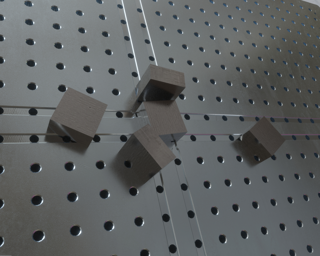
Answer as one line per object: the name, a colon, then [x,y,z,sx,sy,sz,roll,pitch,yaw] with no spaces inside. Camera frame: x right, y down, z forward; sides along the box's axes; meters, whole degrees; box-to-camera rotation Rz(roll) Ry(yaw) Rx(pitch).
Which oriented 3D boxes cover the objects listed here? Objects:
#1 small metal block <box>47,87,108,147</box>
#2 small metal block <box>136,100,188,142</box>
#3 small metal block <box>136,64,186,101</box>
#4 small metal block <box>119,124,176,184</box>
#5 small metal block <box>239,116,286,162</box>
small metal block: [-0.096,-0.013,0.364,0.050,0.025,0.050,25,53,-13]
small metal block: [0.002,-0.009,0.414,0.050,0.025,0.050,-6,65,-31]
small metal block: [0.000,-0.057,0.426,0.050,0.050,0.025,11,57,-23]
small metal block: [-0.016,0.031,0.364,0.025,0.050,0.050,-34,81,-38]
small metal block: [0.160,0.017,0.483,0.050,0.025,0.050,-35,81,-38]
